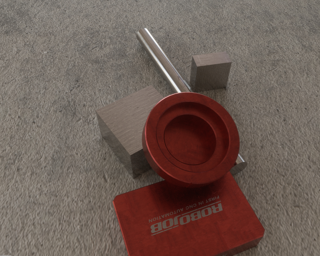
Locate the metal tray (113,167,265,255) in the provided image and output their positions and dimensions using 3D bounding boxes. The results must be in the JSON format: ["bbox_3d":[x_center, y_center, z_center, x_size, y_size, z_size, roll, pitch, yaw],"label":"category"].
[{"bbox_3d":[0.027,0.096,0.320,0.131,0.030,0.090,-16,52,-13],"label":"metal tray"}]

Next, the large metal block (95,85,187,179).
[{"bbox_3d":[-0.021,0.002,0.385,0.081,0.050,0.080,-28,56,-22],"label":"large metal block"}]

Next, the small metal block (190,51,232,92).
[{"bbox_3d":[0.073,-0.082,0.457,0.050,0.050,0.025,-9,51,-8],"label":"small metal block"}]

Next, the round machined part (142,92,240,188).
[{"bbox_3d":[0.029,0.015,0.327,0.099,0.042,0.098,5,67,-11],"label":"round machined part"}]

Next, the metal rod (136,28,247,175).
[{"bbox_3d":[0.031,-0.057,0.451,0.025,0.025,0.300,-19,53,-15],"label":"metal rod"}]
